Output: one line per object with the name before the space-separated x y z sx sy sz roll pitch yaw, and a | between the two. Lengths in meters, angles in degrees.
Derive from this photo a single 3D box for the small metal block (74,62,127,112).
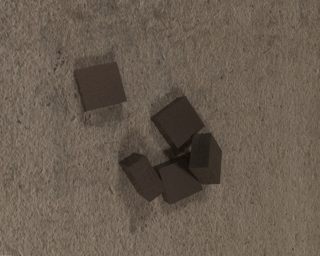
small metal block | -0.074 -0.051 0.382 0.050 0.025 0.050 -16 96 -20

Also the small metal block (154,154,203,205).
small metal block | 0.024 0.068 0.419 0.050 0.025 0.050 -20 97 -19

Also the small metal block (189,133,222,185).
small metal block | 0.062 0.041 0.411 0.050 0.025 0.050 52 40 -46

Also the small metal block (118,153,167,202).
small metal block | -0.023 0.060 0.388 0.025 0.050 0.050 -34 102 -17

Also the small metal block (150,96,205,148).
small metal block | 0.024 -0.008 0.419 0.050 0.025 0.050 -38 103 -16
